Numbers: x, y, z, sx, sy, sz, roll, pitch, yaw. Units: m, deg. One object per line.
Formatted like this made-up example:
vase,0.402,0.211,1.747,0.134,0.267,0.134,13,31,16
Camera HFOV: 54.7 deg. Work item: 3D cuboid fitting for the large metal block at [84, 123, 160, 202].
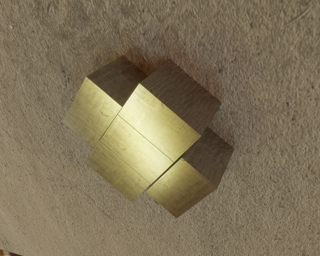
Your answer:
large metal block,-0.038,0.036,0.414,0.080,0.080,0.050,41,129,0

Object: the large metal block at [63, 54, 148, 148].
large metal block,-0.063,-0.034,0.384,0.050,0.080,0.080,41,129,0

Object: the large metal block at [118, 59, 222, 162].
large metal block,0.014,-0.023,0.351,0.080,0.080,0.050,41,129,0

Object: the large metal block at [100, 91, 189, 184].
large metal block,-0.012,0.007,0.382,0.080,0.080,0.050,41,129,0

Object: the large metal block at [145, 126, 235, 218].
large metal block,0.038,0.052,0.384,0.050,0.080,0.080,41,129,0
